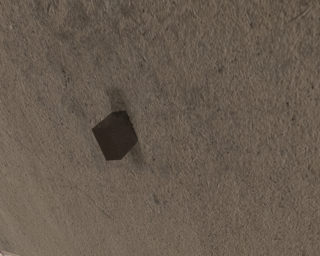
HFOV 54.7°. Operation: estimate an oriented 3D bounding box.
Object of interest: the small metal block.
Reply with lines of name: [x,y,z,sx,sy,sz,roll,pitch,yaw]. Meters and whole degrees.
small metal block: [-0.060,0.010,0.427,0.025,0.050,0.050,-7,115,31]
